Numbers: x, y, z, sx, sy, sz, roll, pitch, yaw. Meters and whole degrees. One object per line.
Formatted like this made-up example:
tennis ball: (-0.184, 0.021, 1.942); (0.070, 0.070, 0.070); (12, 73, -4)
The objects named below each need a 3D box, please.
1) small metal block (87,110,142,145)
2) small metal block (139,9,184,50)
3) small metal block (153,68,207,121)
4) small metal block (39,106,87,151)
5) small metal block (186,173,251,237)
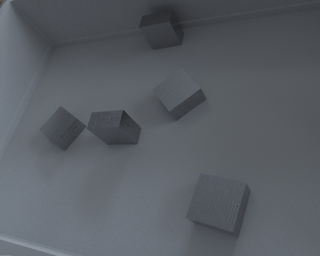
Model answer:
small metal block: (-0.061, 0.001, 0.420); (0.050, 0.050, 0.025); (-3, 61, 26)
small metal block: (0.003, -0.151, 0.479); (0.050, 0.050, 0.025); (-3, 61, 26)
small metal block: (0.026, -0.046, 0.419); (0.050, 0.025, 0.050); (-37, 51, 3)
small metal block: (-0.152, 0.000, 0.483); (0.050, 0.025, 0.050); (33, 80, 37)
small metal block: (0.062, 0.080, 0.324); (0.050, 0.025, 0.050); (9, 66, 31)
